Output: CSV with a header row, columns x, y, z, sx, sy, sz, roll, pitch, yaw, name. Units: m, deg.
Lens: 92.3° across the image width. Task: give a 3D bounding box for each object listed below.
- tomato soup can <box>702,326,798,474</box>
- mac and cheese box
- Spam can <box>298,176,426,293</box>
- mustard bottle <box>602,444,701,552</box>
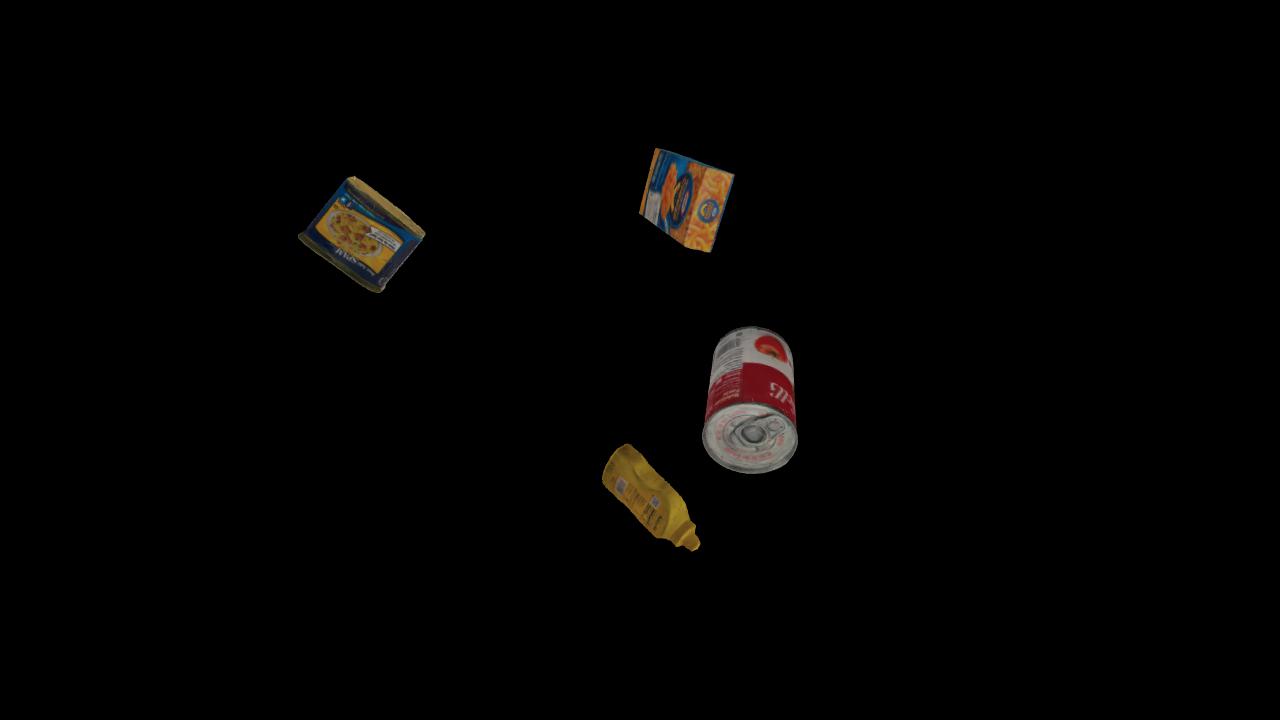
x,y,z,sx,sy,sz,roll,pitch,yaw,name
0.085,0.028,0.473,0.068,0.068,0.101,0,35,11,tomato soup can
0.051,-0.203,0.763,0.041,0.093,0.184,9,21,-22,mac and cheese box
-0.306,-0.140,0.686,0.101,0.085,0.058,39,7,-21,Spam can
0.021,0.217,0.927,0.184,0.092,0.054,42,36,26,mustard bottle
